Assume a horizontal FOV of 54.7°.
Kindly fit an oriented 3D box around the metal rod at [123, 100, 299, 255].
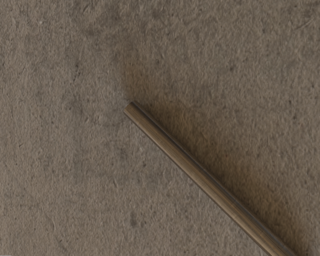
[{"bbox_3d":[0.065,0.072,0.385,0.300,0.025,0.025,44,103,14],"label":"metal rod"}]
